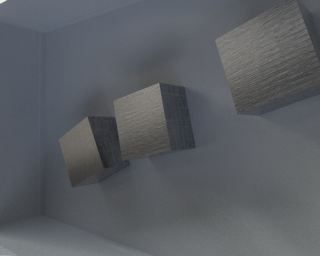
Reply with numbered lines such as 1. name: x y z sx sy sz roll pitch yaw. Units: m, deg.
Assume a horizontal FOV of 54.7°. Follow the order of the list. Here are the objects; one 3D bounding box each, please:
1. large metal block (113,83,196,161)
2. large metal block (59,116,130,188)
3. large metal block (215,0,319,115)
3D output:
1. large metal block: -0.008 -0.005 0.396 0.080 0.050 0.080 -16 80 38
2. large metal block: -0.101 0.036 0.472 0.080 0.050 0.080 -32 70 35
3. large metal block: 0.110 -0.063 0.299 0.080 0.050 0.080 -22 76 37
